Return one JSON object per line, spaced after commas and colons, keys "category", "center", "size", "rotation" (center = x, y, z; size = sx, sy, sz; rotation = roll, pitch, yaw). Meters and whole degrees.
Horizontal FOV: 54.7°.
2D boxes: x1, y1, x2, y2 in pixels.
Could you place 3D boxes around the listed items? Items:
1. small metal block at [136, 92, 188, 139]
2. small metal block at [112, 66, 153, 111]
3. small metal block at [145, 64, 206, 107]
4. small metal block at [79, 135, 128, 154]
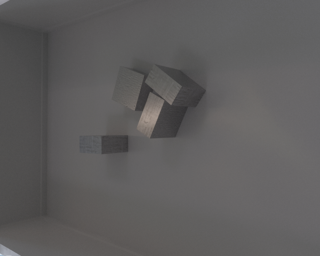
{"category": "small metal block", "center": [0.004, -0.015, 0.387], "size": [0.025, 0.050, 0.050], "rotation": [34, 111, 35]}
{"category": "small metal block", "center": [-0.037, -0.055, 0.438], "size": [0.050, 0.025, 0.050], "rotation": [27, 107, 37]}
{"category": "small metal block", "center": [0.019, -0.051, 0.375], "size": [0.050, 0.050, 0.025], "rotation": [44, 117, 31]}
{"category": "small metal block", "center": [-0.083, 0.024, 0.460], "size": [0.050, 0.050, 0.025], "rotation": [-1, 90, 40]}
